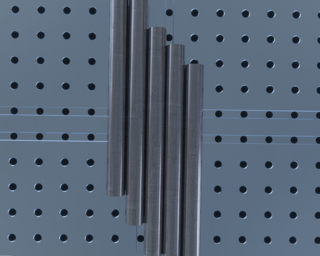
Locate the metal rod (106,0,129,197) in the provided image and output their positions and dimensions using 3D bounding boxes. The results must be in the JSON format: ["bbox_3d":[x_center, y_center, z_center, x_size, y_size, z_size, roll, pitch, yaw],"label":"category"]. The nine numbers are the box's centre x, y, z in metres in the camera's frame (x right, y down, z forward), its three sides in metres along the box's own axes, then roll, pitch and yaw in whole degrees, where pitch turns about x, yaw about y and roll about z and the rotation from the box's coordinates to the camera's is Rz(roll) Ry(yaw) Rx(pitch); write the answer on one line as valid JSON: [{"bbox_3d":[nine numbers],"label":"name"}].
[{"bbox_3d":[-0.056,-0.060,0.412,0.025,0.025,0.298,1,90,-1],"label":"metal rod"}]

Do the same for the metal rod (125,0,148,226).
[{"bbox_3d":[-0.031,-0.023,0.412,0.025,0.025,0.298,1,90,-1],"label":"metal rod"}]

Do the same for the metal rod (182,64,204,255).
[{"bbox_3d":[0.043,0.066,0.413,0.025,0.025,0.298,1,90,-1],"label":"metal rod"}]

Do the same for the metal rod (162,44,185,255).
[{"bbox_3d":[0.018,0.040,0.413,0.025,0.025,0.298,1,90,-1],"label":"metal rod"}]

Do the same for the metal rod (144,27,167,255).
[{"bbox_3d":[-0.006,0.018,0.413,0.025,0.025,0.298,1,90,-1],"label":"metal rod"}]
